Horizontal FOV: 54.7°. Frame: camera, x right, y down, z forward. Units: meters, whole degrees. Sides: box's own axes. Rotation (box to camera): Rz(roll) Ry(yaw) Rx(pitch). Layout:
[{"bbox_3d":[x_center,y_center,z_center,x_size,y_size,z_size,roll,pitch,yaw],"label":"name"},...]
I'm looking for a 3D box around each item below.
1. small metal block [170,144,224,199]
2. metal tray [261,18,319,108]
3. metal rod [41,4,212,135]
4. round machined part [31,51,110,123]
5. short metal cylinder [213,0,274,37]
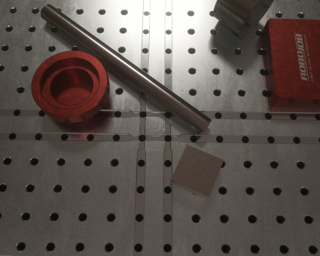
[{"bbox_3d":[0.046,0.056,0.392,0.050,0.025,0.050,23,71,8],"label":"small metal block"},{"bbox_3d":[0.201,-0.095,0.446,0.091,0.030,0.130,1,70,0],"label":"metal tray"},{"bbox_3d":[-0.056,-0.089,0.443,0.300,0.025,0.025,37,74,12],"label":"metal rod"},{"bbox_3d":[-0.117,-0.052,0.420,0.099,0.042,0.098,0,70,-1],"label":"round machined part"},{"bbox_3d":[0.124,-0.181,0.450,0.050,0.080,0.080,43,75,13],"label":"short metal cylinder"}]
